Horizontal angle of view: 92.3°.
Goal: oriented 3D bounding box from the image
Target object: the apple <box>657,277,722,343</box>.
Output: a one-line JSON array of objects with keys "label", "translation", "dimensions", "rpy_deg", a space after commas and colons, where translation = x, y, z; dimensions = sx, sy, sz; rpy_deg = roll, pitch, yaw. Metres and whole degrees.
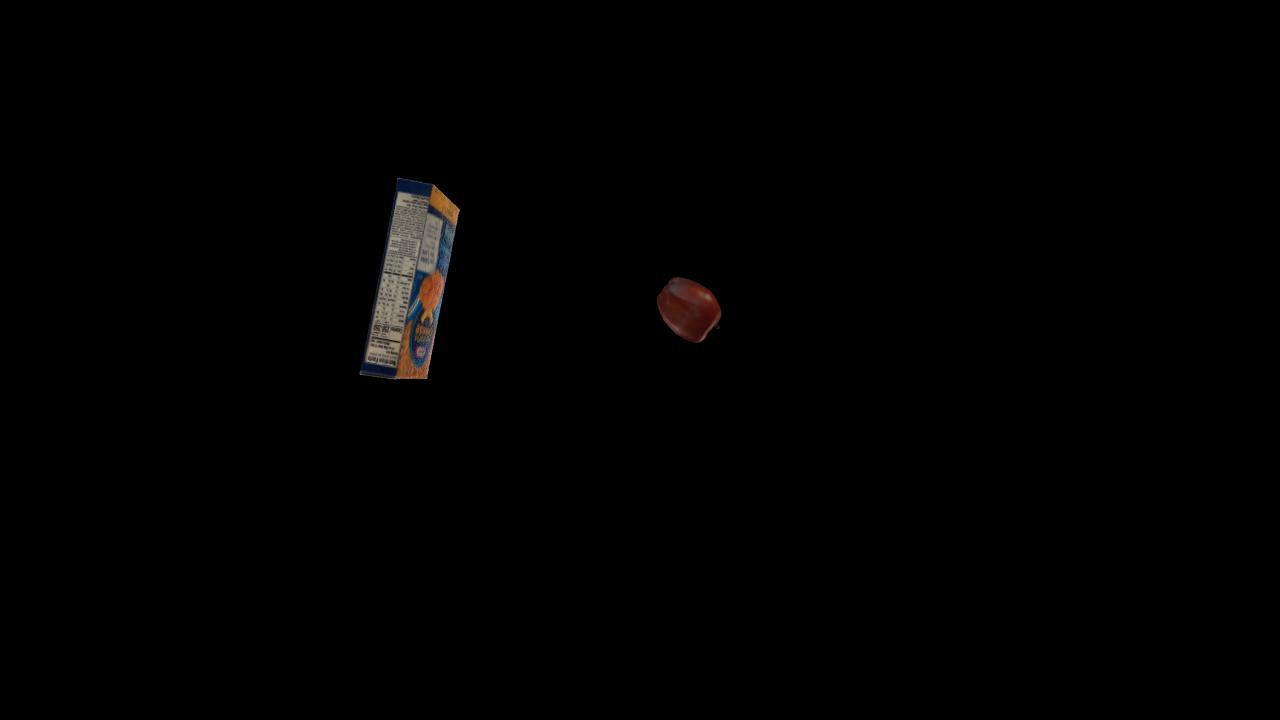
[{"label": "apple", "translation": [0.068, -0.068, 0.834], "dimensions": [0.093, 0.079, 0.079], "rpy_deg": [37, 0, 0]}]

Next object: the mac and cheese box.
[{"label": "mac and cheese box", "translation": [-0.222, -0.074, 0.603], "dimensions": [0.041, 0.184, 0.093], "rpy_deg": [10, -1, -2]}]
